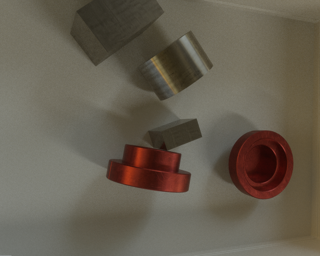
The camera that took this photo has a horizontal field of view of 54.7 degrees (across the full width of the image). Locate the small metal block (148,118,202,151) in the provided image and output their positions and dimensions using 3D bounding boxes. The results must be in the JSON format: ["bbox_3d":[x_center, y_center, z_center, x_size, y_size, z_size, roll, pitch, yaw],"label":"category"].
[{"bbox_3d":[0.019,0.008,0.405,0.050,0.050,0.025,-20,97,-19],"label":"small metal block"}]

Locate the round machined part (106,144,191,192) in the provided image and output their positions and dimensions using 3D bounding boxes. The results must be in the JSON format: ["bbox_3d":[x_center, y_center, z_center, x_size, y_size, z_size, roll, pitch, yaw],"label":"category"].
[{"bbox_3d":[-0.011,0.045,0.369,0.099,0.098,0.042,11,87,-20],"label":"round machined part"}]

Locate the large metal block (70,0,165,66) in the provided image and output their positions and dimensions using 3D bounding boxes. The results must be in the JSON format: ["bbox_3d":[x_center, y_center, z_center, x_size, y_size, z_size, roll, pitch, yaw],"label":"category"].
[{"bbox_3d":[-0.053,-0.122,0.362,0.080,0.080,0.050,-40,103,-16],"label":"large metal block"}]

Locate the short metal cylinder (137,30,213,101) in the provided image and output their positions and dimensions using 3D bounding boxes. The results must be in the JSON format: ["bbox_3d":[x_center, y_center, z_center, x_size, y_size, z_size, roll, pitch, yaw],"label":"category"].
[{"bbox_3d":[0.019,-0.078,0.389,0.080,0.080,0.050,-39,103,-16],"label":"short metal cylinder"}]

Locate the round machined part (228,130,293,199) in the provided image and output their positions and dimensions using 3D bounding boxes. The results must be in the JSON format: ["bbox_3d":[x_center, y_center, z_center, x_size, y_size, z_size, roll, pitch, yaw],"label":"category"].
[{"bbox_3d":[0.143,0.052,0.456,0.099,0.042,0.097,0,90,-21],"label":"round machined part"}]
